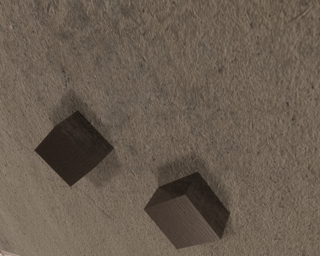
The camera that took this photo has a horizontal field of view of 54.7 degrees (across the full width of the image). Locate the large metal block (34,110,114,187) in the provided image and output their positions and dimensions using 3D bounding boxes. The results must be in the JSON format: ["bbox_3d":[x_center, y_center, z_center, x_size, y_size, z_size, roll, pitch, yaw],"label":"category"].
[{"bbox_3d":[-0.133,0.033,0.479,0.080,0.050,0.080,48,129,-6],"label":"large metal block"}]

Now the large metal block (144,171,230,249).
[{"bbox_3d":[0.039,0.119,0.443,0.080,0.050,0.080,-30,102,37],"label":"large metal block"}]
